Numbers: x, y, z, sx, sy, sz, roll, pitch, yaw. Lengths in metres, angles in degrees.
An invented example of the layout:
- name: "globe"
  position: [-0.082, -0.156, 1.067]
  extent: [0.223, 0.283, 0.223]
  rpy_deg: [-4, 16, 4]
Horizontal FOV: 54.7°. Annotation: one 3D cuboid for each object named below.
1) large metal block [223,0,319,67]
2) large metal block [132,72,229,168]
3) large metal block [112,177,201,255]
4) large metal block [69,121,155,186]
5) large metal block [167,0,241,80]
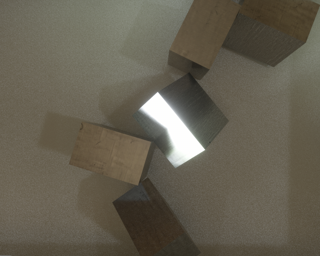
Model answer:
- name: "large metal block"
  position: [0.130, -0.126, 0.382]
  extent: [0.080, 0.080, 0.050]
  rpy_deg: [24, 80, -1]
- name: "large metal block"
  position: [0.028, -0.012, 0.378]
  extent: [0.080, 0.080, 0.050]
  rpy_deg: [51, 129, 0]
- name: "large metal block"
  position: [-0.003, 0.118, 0.366]
  extent: [0.050, 0.080, 0.080]
  rpy_deg: [-35, 50, -6]
- name: "large metal block"
  position: [-0.052, 0.029, 0.380]
  extent: [0.080, 0.080, 0.050]
  rpy_deg: [16, 90, 4]
- name: "large metal block"
  position: [0.051, -0.112, 0.385]
  extent: [0.050, 0.080, 0.080]
  rpy_deg: [26, 90, 0]
